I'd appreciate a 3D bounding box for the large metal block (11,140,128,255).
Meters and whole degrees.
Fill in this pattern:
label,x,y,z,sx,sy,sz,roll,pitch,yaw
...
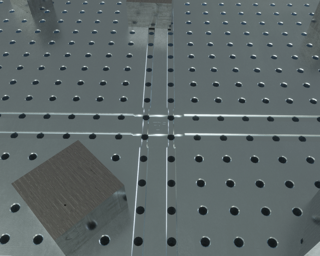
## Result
label,x,y,z,sx,sy,sz,roll,pitch,yaw
large metal block,-0.093,0.072,0.330,0.080,0.050,0.080,-37,59,-27

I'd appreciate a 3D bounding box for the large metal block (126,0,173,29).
label,x,y,z,sx,sy,sz,roll,pitch,yaw
large metal block,-0.016,-0.235,0.589,0.080,0.050,0.080,4,50,3

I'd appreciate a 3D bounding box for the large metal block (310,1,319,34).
label,x,y,z,sx,sy,sz,roll,pitch,yaw
large metal block,0.331,-0.213,0.552,0.081,0.080,0.050,-13,51,-11

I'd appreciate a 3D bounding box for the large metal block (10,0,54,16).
label,x,y,z,sx,sy,sz,roll,pitch,yaw
large metal block,-0.264,-0.281,0.607,0.080,0.080,0.050,35,58,26

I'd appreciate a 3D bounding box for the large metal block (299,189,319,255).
label,x,y,z,sx,sy,sz,roll,pitch,yaw
large metal block,0.179,0.091,0.296,0.050,0.080,0.080,22,54,18
